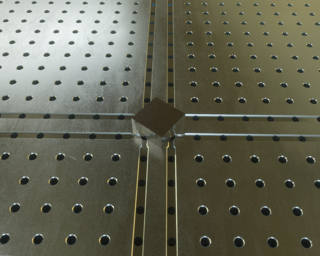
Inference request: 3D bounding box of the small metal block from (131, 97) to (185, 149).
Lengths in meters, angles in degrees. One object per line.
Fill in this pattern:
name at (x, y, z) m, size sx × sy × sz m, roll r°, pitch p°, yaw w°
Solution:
small metal block at (-0.002, -0.008, 0.415) m, size 0.050 × 0.025 × 0.050 m, roll 32°, pitch 57°, yaw 23°
